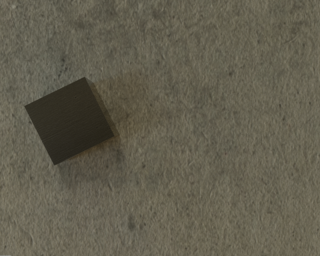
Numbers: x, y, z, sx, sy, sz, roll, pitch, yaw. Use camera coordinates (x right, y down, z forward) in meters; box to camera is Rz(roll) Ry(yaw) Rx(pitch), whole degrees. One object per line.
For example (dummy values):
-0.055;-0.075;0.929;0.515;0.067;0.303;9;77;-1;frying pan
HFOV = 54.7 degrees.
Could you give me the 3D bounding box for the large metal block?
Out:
-0.109;-0.008;0.396;0.080;0.050;0.080;-26;90;-1;large metal block
